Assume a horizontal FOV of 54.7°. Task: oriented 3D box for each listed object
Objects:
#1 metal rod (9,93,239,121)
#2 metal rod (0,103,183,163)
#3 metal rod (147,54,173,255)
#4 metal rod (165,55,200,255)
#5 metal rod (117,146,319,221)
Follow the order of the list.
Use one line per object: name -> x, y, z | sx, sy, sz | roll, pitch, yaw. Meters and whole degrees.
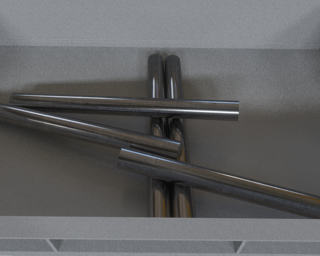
metal rod -> -0.053, -0.028, 0.401 | 0.301, 0.025, 0.025 | 3, 50, 11
metal rod -> -0.119, -0.002, 0.387 | 0.301, 0.025, 0.025 | 12, 51, 16
metal rod -> -0.003, 0.007, 0.395 | 0.025, 0.025, 0.300 | -1, 50, -1
metal rod -> 0.023, 0.009, 0.394 | 0.025, 0.025, 0.300 | -1, 50, -1
metal rod -> 0.104, 0.068, 0.325 | 0.302, 0.025, 0.025 | 14, 51, 4
